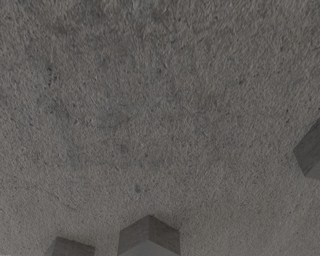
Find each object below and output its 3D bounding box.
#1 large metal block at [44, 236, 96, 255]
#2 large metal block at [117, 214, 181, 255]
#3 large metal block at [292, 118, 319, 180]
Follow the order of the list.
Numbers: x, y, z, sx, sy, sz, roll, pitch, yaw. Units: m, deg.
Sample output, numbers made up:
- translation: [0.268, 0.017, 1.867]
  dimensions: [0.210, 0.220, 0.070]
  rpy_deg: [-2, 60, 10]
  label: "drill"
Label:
- translation: [-0.186, 0.268, 0.617]
  dimensions: [0.080, 0.050, 0.080]
  rpy_deg: [25, 126, -20]
  label: "large metal block"
- translation: [-0.020, 0.213, 0.572]
  dimensions: [0.080, 0.050, 0.080]
  rpy_deg: [-37, 121, 27]
  label: "large metal block"
- translation: [0.244, 0.029, 0.418]
  dimensions: [0.081, 0.050, 0.079]
  rpy_deg: [13, 129, -11]
  label: "large metal block"
